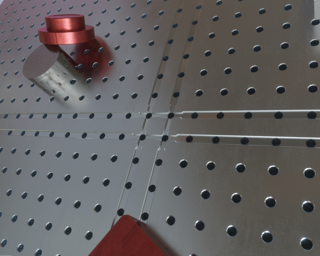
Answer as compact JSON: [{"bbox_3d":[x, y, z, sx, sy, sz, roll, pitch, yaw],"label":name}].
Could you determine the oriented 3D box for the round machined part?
[{"bbox_3d":[-0.170,-0.182,0.563,0.099,0.042,0.098,-1,26,1],"label":"round machined part"}]

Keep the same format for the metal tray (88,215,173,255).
[{"bbox_3d":[-0.020,0.164,0.314,0.090,0.030,0.130,-49,52,-7],"label":"metal tray"}]

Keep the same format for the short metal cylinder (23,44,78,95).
[{"bbox_3d":[-0.197,-0.107,0.559,0.080,0.050,0.080,-13,56,20],"label":"short metal cylinder"}]

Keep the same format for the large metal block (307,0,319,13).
[{"bbox_3d":[0.222,-0.205,0.382,0.080,0.080,0.050,-19,55,16],"label":"large metal block"}]
